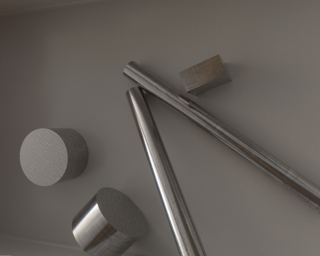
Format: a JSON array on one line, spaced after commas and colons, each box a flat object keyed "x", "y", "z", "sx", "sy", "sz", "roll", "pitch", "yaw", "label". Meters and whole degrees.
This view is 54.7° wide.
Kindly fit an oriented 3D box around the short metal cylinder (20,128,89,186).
[{"x": -0.152, "y": 0.040, "z": 0.449, "sx": 0.080, "sy": 0.050, "sz": 0.079, "roll": 0, "pitch": 90, "yaw": 19, "label": "short metal cylinder"}]

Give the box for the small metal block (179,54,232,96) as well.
[{"x": 0.057, "y": -0.062, "z": 0.377, "sx": 0.050, "sy": 0.050, "sz": 0.025, "roll": -22, "pitch": 83, "yaw": 18, "label": "small metal block"}]

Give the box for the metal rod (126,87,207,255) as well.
[{"x": 0.011, "y": 0.069, "z": 0.342, "sx": 0.025, "sy": 0.025, "sz": 0.299, "roll": -33, "pitch": 55, "yaw": 17, "label": "metal rod"}]

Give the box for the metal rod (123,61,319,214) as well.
[{"x": 0.075, "y": 0.004, "z": 0.383, "sx": 0.300, "sy": 0.025, "sz": 0.025, "roll": 36, "pitch": 101, "yaw": 16, "label": "metal rod"}]

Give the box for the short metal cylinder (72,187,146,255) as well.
[{"x": -0.065, "y": 0.124, "z": 0.403, "sx": 0.080, "sy": 0.080, "sz": 0.050, "roll": 46, "pitch": 104, "yaw": 14, "label": "short metal cylinder"}]
